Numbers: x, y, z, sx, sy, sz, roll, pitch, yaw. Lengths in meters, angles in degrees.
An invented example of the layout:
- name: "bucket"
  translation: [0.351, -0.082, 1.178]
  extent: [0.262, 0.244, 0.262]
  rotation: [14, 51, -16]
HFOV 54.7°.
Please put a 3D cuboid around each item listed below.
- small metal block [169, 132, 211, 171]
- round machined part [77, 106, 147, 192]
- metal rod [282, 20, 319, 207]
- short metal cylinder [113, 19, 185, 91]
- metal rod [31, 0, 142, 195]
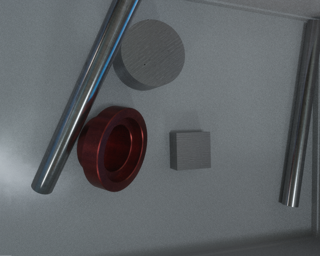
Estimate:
- name: "small metal block"
  translation: [0.041, 0.031, 0.427]
  extent: [0.050, 0.025, 0.050]
  rotation: [-2, 91, -20]
- name: "round machined part"
  translation: [-0.058, 0.022, 0.363]
  extent: [0.099, 0.042, 0.097]
  rotation: [-32, 127, -55]
- name: "metal rod"
  translation: [0.229, -0.025, 0.497]
  extent: [0.025, 0.025, 0.298]
  rotation: [11, 86, -20]
- name: "short metal cylinder"
  translation: [-0.015, -0.090, 0.392]
  extent: [0.081, 0.050, 0.079]
  rotation: [0, 90, -20]
- name: "metal rod"
  translation: [-0.069, -0.057, 0.323]
  extent: [0.025, 0.025, 0.298]
  rotation: [23, 106, -19]
